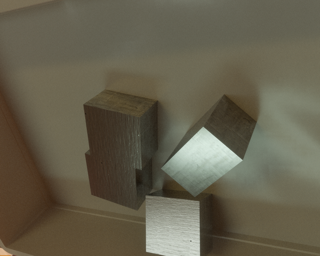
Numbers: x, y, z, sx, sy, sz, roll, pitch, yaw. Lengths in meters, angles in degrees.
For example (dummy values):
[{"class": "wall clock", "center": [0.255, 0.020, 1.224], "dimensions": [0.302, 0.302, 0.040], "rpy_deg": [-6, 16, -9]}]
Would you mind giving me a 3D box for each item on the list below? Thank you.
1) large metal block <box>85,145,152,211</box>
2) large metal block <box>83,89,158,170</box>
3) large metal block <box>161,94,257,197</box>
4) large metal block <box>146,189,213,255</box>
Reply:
[{"class": "large metal block", "center": [-0.059, 0.066, 0.463], "dimensions": [0.080, 0.050, 0.079], "rpy_deg": [13, 124, 20]}, {"class": "large metal block", "center": [-0.050, 0.001, 0.418], "dimensions": [0.080, 0.050, 0.079], "rpy_deg": [13, 124, 20]}, {"class": "large metal block", "center": [0.057, 0.019, 0.354], "dimensions": [0.050, 0.080, 0.080], "rpy_deg": [41, 129, 0]}, {"class": "large metal block", "center": [0.028, 0.134, 0.439], "dimensions": [0.080, 0.050, 0.079], "rpy_deg": [-1, 90, 28]}]
